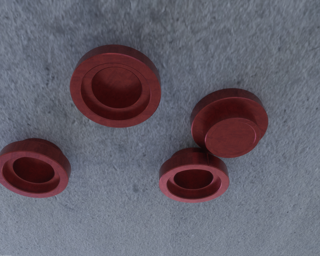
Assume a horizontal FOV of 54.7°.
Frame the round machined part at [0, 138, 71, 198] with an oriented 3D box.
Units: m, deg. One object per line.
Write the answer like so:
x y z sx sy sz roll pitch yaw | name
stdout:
-0.176 0.052 0.438 0.099 0.042 0.097 -1 130 0 | round machined part

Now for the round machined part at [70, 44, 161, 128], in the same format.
-0.048 -0.050 0.353 0.099 0.042 0.097 -1 130 0 | round machined part

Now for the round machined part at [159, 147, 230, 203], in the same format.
0.048 0.065 0.448 0.099 0.042 0.097 0 136 1 | round machined part

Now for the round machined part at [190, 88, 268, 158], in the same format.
0.090 0.001 0.398 0.099 0.042 0.097 -1 130 0 | round machined part
